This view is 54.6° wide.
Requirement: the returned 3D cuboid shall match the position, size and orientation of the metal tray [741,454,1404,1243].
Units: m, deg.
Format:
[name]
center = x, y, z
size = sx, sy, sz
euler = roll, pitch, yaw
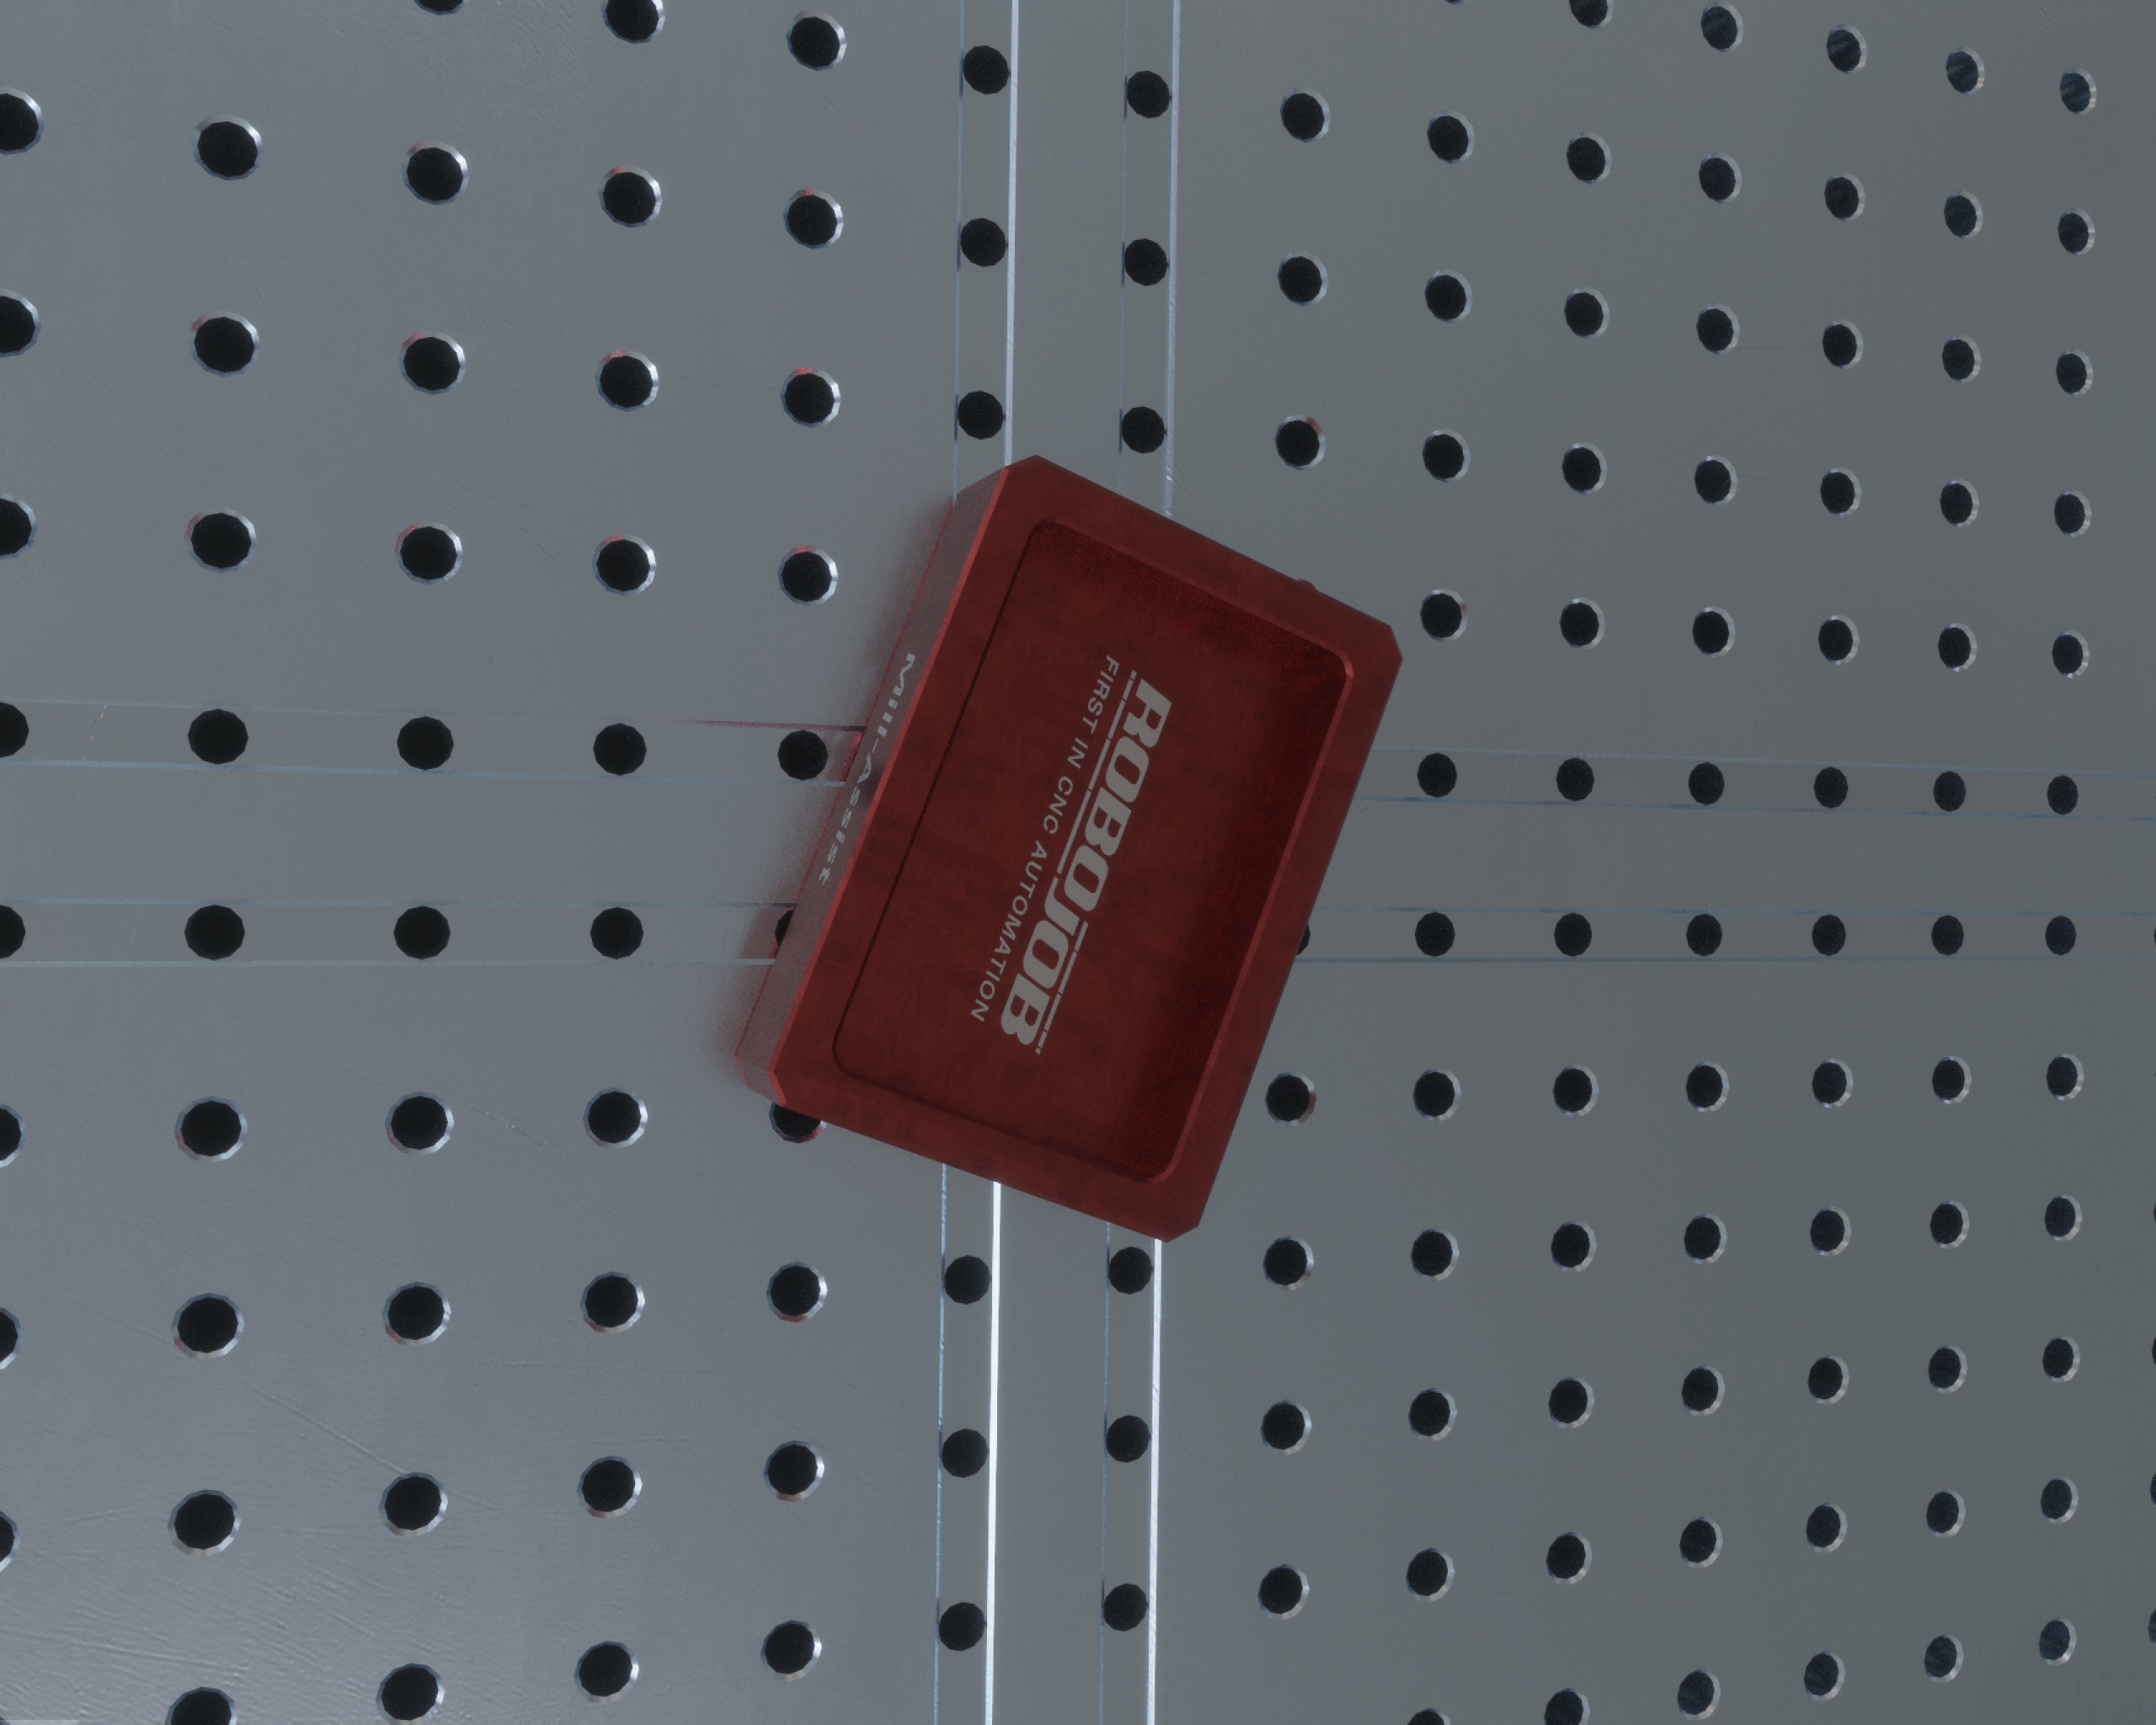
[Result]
[metal tray]
center = 0.000, -0.002, 0.409
size = 0.090, 0.030, 0.130
euler = 23, 82, -19
